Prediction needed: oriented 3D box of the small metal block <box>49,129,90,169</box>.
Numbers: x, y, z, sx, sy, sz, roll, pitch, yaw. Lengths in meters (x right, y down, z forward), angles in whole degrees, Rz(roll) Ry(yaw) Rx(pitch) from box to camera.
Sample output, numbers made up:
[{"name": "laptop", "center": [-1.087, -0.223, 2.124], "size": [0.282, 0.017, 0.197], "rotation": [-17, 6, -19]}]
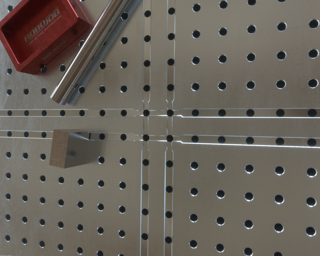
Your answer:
[{"name": "small metal block", "center": [-0.129, 0.028, 0.445], "size": [0.025, 0.050, 0.050], "rotation": [10, 93, 20]}]

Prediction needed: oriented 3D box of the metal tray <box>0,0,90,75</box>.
[{"name": "metal tray", "center": [-0.182, -0.155, 0.474], "size": [0.130, 0.030, 0.090], "rotation": [-34, 79, 16]}]

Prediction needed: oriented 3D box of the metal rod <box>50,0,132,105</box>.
[{"name": "metal rod", "center": [-0.068, -0.160, 0.436], "size": [0.025, 0.025, 0.299], "rotation": [39, 102, 15]}]
